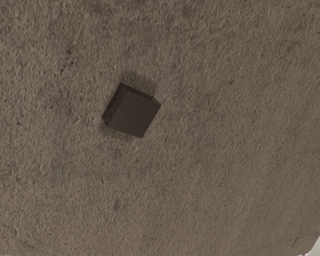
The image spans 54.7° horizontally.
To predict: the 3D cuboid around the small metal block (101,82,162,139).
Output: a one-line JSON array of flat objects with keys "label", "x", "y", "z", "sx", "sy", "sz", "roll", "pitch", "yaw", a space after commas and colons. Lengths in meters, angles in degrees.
[{"label": "small metal block", "x": -0.035, "y": -0.020, "z": 0.377, "sx": 0.050, "sy": 0.025, "sz": 0.050, "roll": 21, "pitch": 107, "yaw": -36}]
